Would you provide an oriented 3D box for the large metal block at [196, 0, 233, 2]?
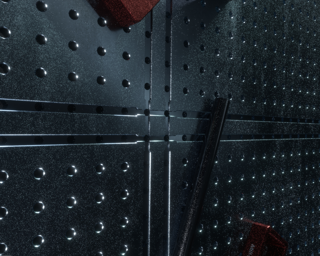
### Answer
[{"bbox_3d":[0.107,-0.227,0.462,0.081,0.080,0.050,-16,101,-39],"label":"large metal block"}]

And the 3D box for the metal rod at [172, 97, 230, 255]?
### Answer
[{"bbox_3d":[0.055,0.096,0.455,0.025,0.025,0.299,28,73,-37],"label":"metal rod"}]

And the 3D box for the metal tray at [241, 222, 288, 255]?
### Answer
[{"bbox_3d":[0.181,0.249,0.558,0.090,0.030,0.130,43,64,-32],"label":"metal tray"}]

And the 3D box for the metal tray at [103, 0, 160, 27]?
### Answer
[{"bbox_3d":[-0.048,-0.199,0.365,0.130,0.030,0.090,50,61,-28],"label":"metal tray"}]
